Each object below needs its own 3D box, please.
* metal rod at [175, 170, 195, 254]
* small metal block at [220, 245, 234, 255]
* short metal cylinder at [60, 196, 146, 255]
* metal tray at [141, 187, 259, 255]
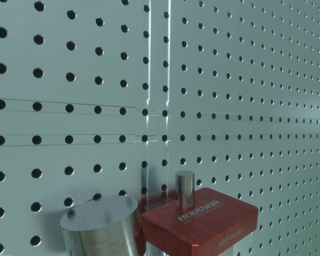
[{"bbox_3d":[0.036,0.206,0.422,0.025,0.025,0.298,-8,100,-40],"label":"metal rod"},{"bbox_3d":[0.089,0.200,0.487,0.050,0.025,0.050,9,85,-40],"label":"small metal block"},{"bbox_3d":[-0.058,0.111,0.326,0.081,0.080,0.050,-17,101,-39],"label":"short metal cylinder"},{"bbox_3d":[0.052,0.119,0.393,0.131,0.090,0.030,-10,108,-43],"label":"metal tray"}]
